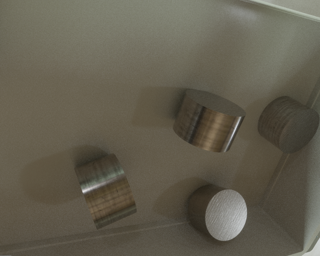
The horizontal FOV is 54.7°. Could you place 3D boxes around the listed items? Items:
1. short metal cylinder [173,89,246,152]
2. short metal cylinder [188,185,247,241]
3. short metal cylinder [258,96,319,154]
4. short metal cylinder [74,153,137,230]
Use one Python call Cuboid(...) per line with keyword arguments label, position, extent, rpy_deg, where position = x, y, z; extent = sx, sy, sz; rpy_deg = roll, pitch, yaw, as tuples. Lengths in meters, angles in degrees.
Cuboid(label="short metal cylinder", position=(0.063, -0.011, 0.400), extent=(0.081, 0.080, 0.050), rpy_deg=(5, 116, -31))
Cuboid(label="short metal cylinder", position=(0.094, 0.136, 0.507), extent=(0.081, 0.050, 0.080), rpy_deg=(0, 89, -26))
Cuboid(label="short metal cylinder", position=(0.207, -0.005, 0.502), extent=(0.081, 0.050, 0.079), rpy_deg=(-14, 124, -21))
Cuboid(label="short metal cylinder", position=(-0.068, 0.077, 0.384), extent=(0.050, 0.080, 0.080), rpy_deg=(-20, 126, -16))
